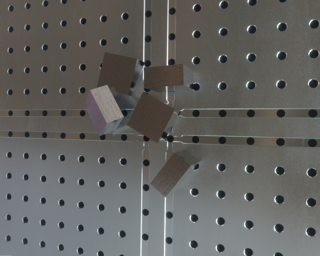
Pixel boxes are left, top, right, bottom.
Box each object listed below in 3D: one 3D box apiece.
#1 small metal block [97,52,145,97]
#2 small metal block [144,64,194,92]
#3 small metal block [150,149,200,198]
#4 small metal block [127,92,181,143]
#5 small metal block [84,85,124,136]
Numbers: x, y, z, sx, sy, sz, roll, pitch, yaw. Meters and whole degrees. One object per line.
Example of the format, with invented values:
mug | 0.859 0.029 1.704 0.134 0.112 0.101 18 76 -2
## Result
small metal block | -0.055 -0.074 0.432 0.050 0.025 0.050 15 95 19
small metal block | 0.012 -0.062 0.395 0.050 0.050 0.025 -1 90 20
small metal block | 0.020 0.056 0.392 0.025 0.050 0.050 40 103 16
small metal block | -0.008 -0.014 0.416 0.050 0.025 0.050 30 100 17
small metal block | -0.078 -0.023 0.426 0.050 0.025 0.050 62 151 10
